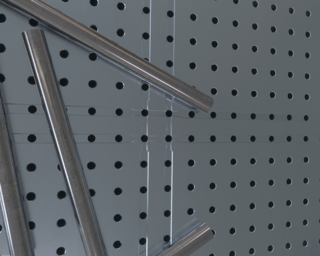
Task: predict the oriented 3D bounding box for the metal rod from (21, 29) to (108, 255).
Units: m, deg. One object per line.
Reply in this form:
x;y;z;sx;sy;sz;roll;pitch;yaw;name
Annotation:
-0.110;0.034;0.371;0.025;0.025;0.299;-16;96;-19;metal rod

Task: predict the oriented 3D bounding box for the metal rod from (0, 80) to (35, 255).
-0.181;0.004;0.345;0.025;0.025;0.298;-11;94;-20;metal rod

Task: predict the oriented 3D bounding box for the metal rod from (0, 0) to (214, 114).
-0.060;-0.096;0.390;0.301;0.025;0.025;27;81;-18;metal rod

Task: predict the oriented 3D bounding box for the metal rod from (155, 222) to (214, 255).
-0.057;0.214;0.391;0.302;0.025;0.025;-29;100;-18;metal rod
